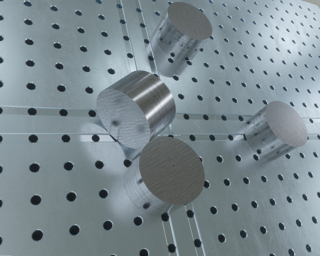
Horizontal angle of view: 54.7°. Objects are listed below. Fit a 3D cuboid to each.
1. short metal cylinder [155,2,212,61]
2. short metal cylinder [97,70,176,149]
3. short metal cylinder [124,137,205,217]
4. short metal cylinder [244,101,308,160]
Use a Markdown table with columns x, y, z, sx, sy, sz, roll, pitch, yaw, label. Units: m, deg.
| x | y | z | sx | sy | sz | roll | pitch | yaw | label |
| --- | --- | --- | --- | --- | --- | --- | --- | --- | --- |
| 0.038 | -0.159 | 0.509 | 0.081 | 0.050 | 0.080 | 14 | 56 | -21 | short metal cylinder |
| -0.029 | -0.022 | 0.371 | 0.080 | 0.080 | 0.050 | 45 | 51 | 3 | short metal cylinder |
| 0.004 | 0.057 | 0.360 | 0.081 | 0.050 | 0.080 | 14 | 56 | -21 | short metal cylinder |
| 0.181 | 0.004 | 0.487 | 0.081 | 0.050 | 0.080 | 14 | 56 | -21 | short metal cylinder |
